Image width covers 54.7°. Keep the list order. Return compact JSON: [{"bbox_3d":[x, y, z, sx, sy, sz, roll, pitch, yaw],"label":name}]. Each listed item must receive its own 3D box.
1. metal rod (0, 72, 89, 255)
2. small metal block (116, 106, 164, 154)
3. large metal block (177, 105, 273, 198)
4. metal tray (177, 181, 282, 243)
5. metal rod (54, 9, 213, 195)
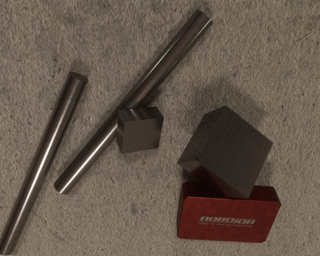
[{"bbox_3d":[-0.169,0.061,0.429,0.025,0.025,0.298,26,108,-10],"label":"metal rod"},{"bbox_3d":[-0.026,0.002,0.394,0.050,0.025,0.050,-7,129,-23],"label":"small metal block"},{"bbox_3d":[0.082,0.032,0.389,0.080,0.050,0.080,36,69,-13],"label":"large metal block"},{"bbox_3d":[0.093,0.122,0.442,0.131,0.030,0.089,4,125,-2],"label":"metal tray"},{"bbox_3d":[-0.043,-0.023,0.400,0.025,0.025,0.299,38,105,-13],"label":"metal rod"}]
